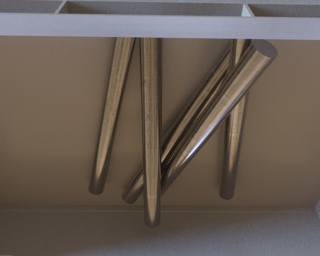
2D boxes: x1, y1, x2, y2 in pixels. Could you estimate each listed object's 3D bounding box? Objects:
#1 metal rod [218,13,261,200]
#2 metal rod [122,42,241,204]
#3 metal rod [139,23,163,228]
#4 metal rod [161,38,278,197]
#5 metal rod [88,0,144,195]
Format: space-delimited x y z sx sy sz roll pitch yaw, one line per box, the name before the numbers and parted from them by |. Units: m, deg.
metal rod | 0.093 0.003 0.391 0.025 0.025 0.298 -4 137 3
metal rod | 0.019 0.012 0.419 0.025 0.025 0.298 22 127 -18
metal rod | -0.010 0.020 0.400 0.025 0.025 0.298 0 123 -1
metal rod | 0.043 0.015 0.383 0.025 0.025 0.298 15 140 -13
metal rod | -0.064 -0.015 0.395 0.025 0.025 0.298 11 129 -9
